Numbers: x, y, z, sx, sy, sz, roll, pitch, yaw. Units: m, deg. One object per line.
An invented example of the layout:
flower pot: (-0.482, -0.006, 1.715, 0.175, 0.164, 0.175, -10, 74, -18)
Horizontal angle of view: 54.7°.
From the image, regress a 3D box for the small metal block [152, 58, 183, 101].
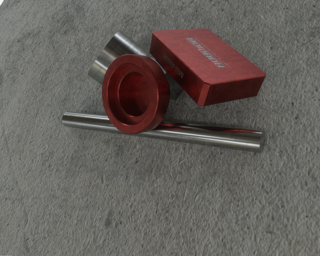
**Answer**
small metal block: (0.001, -0.069, 0.429, 0.050, 0.050, 0.025, 26, 76, 37)

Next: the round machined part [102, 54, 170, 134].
round machined part: (-0.026, -0.043, 0.394, 0.098, 0.042, 0.097, 7, 101, 39)

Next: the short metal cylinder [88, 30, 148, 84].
short metal cylinder: (-0.061, -0.095, 0.454, 0.080, 0.050, 0.080, -51, 11, 15)

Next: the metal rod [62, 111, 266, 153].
metal rod: (-0.017, 0.001, 0.414, 0.300, 0.025, 0.025, 6, 65, 31)

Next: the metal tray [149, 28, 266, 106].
metal tray: (0.055, -0.083, 0.391, 0.091, 0.030, 0.130, -12, 46, -27)
